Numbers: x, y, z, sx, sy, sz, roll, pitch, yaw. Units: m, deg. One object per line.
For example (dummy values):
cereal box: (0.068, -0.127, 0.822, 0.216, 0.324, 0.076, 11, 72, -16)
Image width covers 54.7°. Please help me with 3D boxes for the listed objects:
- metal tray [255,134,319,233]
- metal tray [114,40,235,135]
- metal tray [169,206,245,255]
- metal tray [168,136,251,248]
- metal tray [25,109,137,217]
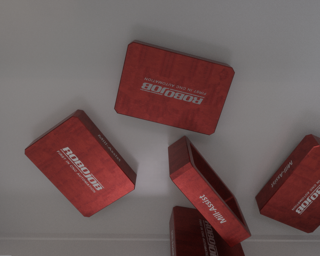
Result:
metal tray: (0.207, 0.081, 0.429, 0.090, 0.030, 0.129, 23, 117, -9)
metal tray: (0.016, -0.050, 0.390, 0.131, 0.030, 0.089, 13, 110, -5)
metal tray: (0.061, 0.160, 0.415, 0.091, 0.130, 0.030, 10, 110, -4)
metal tray: (0.062, 0.080, 0.406, 0.030, 0.090, 0.130, -36, 106, 12)
metal tray: (-0.105, 0.051, 0.426, 0.090, 0.030, 0.130, -33, 107, 11)
